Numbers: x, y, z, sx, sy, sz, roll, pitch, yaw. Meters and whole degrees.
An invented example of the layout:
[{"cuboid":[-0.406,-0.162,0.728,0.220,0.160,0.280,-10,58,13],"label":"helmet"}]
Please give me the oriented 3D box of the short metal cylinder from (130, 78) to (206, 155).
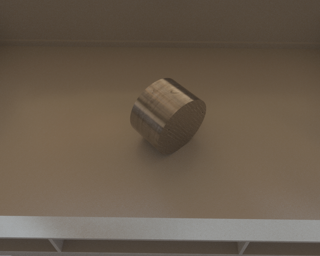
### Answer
[{"cuboid":[0.011,-0.014,0.382,0.080,0.080,0.050,-34,58,-25],"label":"short metal cylinder"}]
